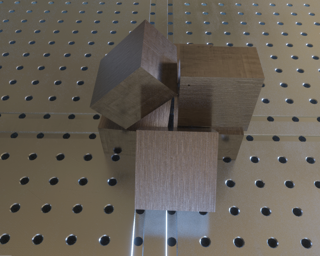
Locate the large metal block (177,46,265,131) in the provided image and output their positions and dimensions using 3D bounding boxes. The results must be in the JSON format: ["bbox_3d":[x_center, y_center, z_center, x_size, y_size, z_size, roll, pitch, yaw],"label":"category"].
[{"bbox_3d":[0.061,-0.042,0.343,0.080,0.080,0.050,1,50,1],"label":"large metal block"}]

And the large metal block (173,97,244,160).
[{"bbox_3d":[0.058,-0.008,0.398,0.080,0.050,0.080,2,50,2],"label":"large metal block"}]

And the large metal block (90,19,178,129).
[{"bbox_3d":[-0.027,-0.058,0.345,0.080,0.050,0.080,-31,40,33],"label":"large metal block"}]

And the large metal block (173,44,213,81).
[{"bbox_3d":[0.027,-0.081,0.431,0.080,0.080,0.050,2,89,1],"label":"large metal block"}]

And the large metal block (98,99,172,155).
[{"bbox_3d":[-0.027,-0.011,0.401,0.080,0.050,0.080,5,50,4],"label":"large metal block"}]

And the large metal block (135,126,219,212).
[{"bbox_3d":[0.017,0.041,0.331,0.080,0.050,0.080,2,95,1],"label":"large metal block"}]
